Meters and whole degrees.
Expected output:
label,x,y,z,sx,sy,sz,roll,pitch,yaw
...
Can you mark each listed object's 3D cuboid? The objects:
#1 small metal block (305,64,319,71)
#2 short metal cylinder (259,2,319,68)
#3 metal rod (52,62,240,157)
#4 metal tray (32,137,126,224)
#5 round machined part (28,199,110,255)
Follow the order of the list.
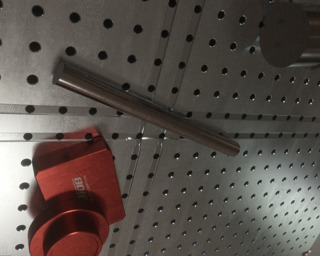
label,x,y,z,sx,sy,sz,roll,pitch,yaw
small metal block,0.209,-0.116,0.440,0.025,0.050,0.050,-17,125,-19
short metal cylinder,0.177,-0.119,0.401,0.050,0.080,0.079,-7,122,-25
metal rod,0.007,-0.011,0.409,0.302,0.025,0.025,22,106,-37
metal tray,-0.101,0.083,0.406,0.091,0.030,0.129,-19,126,-18
round machined part,-0.111,0.141,0.389,0.099,0.042,0.097,-14,124,-21
